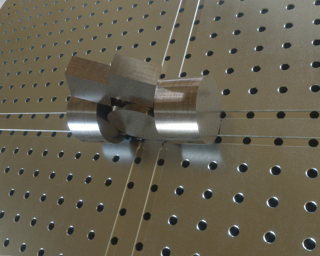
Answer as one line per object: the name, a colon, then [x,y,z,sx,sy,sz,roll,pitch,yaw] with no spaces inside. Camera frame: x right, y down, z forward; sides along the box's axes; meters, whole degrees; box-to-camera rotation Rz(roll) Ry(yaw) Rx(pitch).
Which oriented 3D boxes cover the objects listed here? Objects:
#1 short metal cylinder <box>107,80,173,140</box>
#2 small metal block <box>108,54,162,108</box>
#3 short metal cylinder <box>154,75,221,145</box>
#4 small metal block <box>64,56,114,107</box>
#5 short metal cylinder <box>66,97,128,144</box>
short metal cylinder: [-0.021,-0.024,0.399,0.080,0.080,0.050,1,63,29]
small metal block: [-0.027,-0.050,0.339,0.050,0.050,0.025,14,66,1]
short metal cylinder: [0.035,-0.021,0.366,0.050,0.080,0.080,0,62,29]
small metal block: [-0.078,-0.053,0.362,0.050,0.050,0.025,15,66,0]
short metal cylinder: [-0.080,-0.019,0.426,0.050,0.080,0.080,1,62,29]
